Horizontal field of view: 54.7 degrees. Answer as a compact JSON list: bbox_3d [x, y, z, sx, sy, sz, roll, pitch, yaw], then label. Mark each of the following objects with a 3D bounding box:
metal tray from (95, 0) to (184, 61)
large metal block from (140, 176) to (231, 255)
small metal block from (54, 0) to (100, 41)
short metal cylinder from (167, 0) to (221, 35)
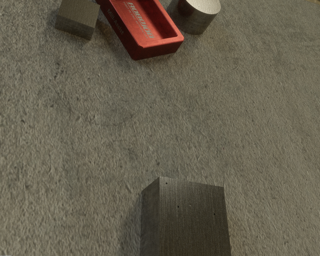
[{"bbox_3d":[-0.032,-0.172,0.487,0.091,0.030,0.130,-21,73,-36],"label":"metal tray"},{"bbox_3d":[0.026,0.105,0.338,0.081,0.050,0.080,13,56,-21],"label":"large metal block"},{"bbox_3d":[-0.116,-0.158,0.438,0.050,0.025,0.050,16,55,-19],"label":"small metal block"},{"bbox_3d":[0.060,-0.213,0.550,0.081,0.050,0.080,14,56,-21],"label":"short metal cylinder"}]
